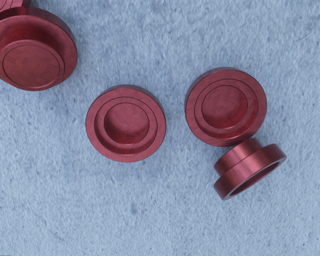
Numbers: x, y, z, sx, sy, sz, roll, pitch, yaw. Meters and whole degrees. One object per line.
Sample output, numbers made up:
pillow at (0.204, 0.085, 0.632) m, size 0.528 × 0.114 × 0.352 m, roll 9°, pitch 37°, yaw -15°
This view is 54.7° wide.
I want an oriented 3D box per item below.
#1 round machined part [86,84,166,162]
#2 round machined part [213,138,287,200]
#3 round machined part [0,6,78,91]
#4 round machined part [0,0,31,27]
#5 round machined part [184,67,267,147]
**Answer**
round machined part at (-0.042, -0.009, 0.397) m, size 0.099 × 0.042 × 0.097 m, roll 0°, pitch 110°, yaw -1°
round machined part at (0.110, 0.049, 0.402) m, size 0.098 × 0.098 × 0.042 m, roll -39°, pitch 66°, yaw 13°
round machined part at (-0.143, -0.080, 0.346) m, size 0.099 × 0.042 × 0.097 m, roll -11°, pitch 140°, yaw -10°
round machined part at (-0.191, -0.155, 0.341) m, size 0.099 × 0.042 × 0.097 m, roll 0°, pitch 110°, yaw -1°
round machined part at (0.079, -0.029, 0.391) m, size 0.099 × 0.042 × 0.097 m, roll 0°, pitch 110°, yaw -1°
